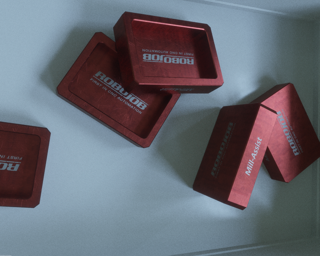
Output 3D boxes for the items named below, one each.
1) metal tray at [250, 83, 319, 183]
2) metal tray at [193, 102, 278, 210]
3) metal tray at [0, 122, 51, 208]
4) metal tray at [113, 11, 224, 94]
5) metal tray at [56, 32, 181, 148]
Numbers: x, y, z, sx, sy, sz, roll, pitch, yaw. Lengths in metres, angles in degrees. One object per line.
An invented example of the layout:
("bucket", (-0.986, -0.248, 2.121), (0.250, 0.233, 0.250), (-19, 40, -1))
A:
("metal tray", (0.190, 0.007, 0.480), (0.090, 0.030, 0.130), (-33, 101, -17))
("metal tray", (0.096, 0.033, 0.413), (0.030, 0.090, 0.130), (24, 82, -19))
("metal tray", (-0.194, 0.035, 0.336), (0.131, 0.030, 0.089), (9, 87, -20))
("metal tray", (0.013, -0.090, 0.388), (0.131, 0.030, 0.090), (-4, 77, -31))
("metal tray", (-0.050, -0.045, 0.390), (0.130, 0.030, 0.090), (34, 79, -17))
